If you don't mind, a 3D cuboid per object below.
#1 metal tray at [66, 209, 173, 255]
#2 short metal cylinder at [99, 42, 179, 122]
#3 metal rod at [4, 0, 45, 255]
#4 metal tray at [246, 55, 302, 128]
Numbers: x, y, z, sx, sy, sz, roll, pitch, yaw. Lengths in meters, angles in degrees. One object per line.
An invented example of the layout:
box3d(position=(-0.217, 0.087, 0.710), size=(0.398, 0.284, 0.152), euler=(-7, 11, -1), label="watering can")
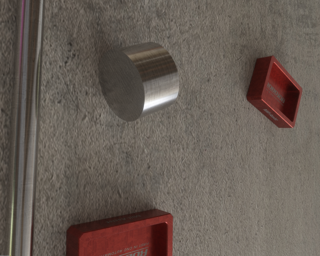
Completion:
box3d(position=(-0.043, 0.153, 0.367), size=(0.131, 0.030, 0.089), euler=(1, 89, -40), label="metal tray")
box3d(position=(-0.025, -0.053, 0.350), size=(0.050, 0.080, 0.080), euler=(-24, 106, -38), label="short metal cylinder")
box3d(position=(-0.130, 0.021, 0.296), size=(0.025, 0.025, 0.298), euler=(3, 88, -40), label="metal rod")
box3d(position=(0.222, -0.065, 0.590), size=(0.131, 0.030, 0.090), euler=(31, 71, -36), label="metal tray")
